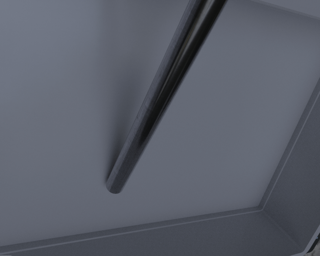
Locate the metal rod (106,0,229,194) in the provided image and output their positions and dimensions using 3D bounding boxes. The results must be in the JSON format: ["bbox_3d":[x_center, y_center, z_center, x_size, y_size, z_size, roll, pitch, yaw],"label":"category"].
[{"bbox_3d":[-0.011,-0.011,0.318,0.025,0.025,0.298,-3,144,-27],"label":"metal rod"}]
